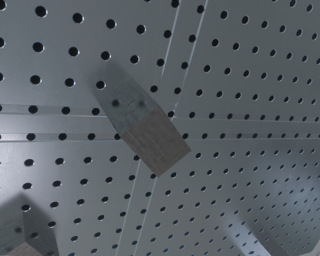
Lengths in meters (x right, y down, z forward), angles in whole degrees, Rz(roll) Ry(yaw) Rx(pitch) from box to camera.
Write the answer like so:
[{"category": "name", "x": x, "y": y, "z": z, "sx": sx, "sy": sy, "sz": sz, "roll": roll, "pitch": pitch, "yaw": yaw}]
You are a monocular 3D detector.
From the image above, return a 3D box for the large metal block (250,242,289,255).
[{"category": "large metal block", "x": 0.265, "y": 0.315, "z": 0.713, "sx": 0.080, "sy": 0.080, "sz": 0.050, "roll": 20, "pitch": 108, "yaw": -36}]

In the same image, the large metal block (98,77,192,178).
[{"category": "large metal block", "x": -0.018, "y": -0.002, "z": 0.364, "sx": 0.050, "sy": 0.080, "sz": 0.080, "roll": -39, "pitch": 129, "yaw": -2}]

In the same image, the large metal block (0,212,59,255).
[{"category": "large metal block", "x": -0.186, "y": 0.169, "z": 0.397, "sx": 0.080, "sy": 0.050, "sz": 0.080, "roll": -32, "pitch": 129, "yaw": -8}]
